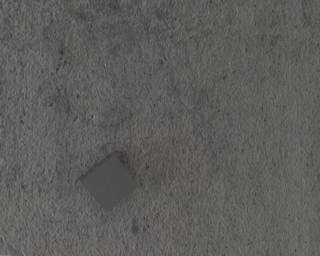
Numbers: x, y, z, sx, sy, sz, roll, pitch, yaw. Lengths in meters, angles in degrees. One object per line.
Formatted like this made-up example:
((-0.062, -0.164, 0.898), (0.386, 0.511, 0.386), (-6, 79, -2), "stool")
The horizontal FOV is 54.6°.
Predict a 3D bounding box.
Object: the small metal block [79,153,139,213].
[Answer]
((-0.064, 0.067, 0.385), (0.050, 0.025, 0.050), (-39, 103, -16), "small metal block")
